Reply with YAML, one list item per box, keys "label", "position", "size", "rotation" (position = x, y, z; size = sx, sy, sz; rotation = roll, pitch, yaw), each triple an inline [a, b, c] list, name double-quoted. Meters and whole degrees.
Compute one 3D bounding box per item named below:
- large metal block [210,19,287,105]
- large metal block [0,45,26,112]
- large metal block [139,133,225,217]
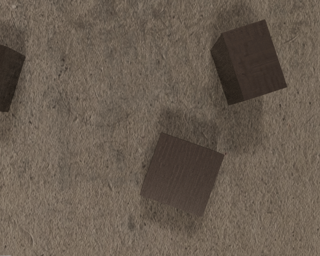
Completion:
- label: "large metal block"
  position: [0.105, -0.076, 0.384]
  size: [0.050, 0.080, 0.080]
  rotation: [-18, 90, 0]
- label: "large metal block"
  position: [-0.232, -0.071, 0.394]
  size: [0.080, 0.050, 0.080]
  rotation: [17, 90, -1]
- label: "large metal block"
  position: [0.027, 0.056, 0.398]
  size: [0.080, 0.050, 0.080]
  rotation: [20, 90, -1]
